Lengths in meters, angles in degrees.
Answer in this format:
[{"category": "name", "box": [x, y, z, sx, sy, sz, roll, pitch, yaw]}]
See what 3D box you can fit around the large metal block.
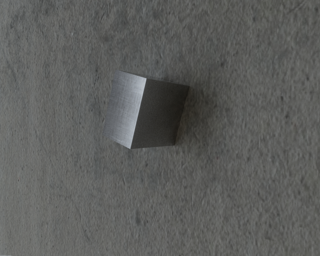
[{"category": "large metal block", "box": [-0.016, -0.022, 0.381, 0.050, 0.081, 0.079, 22, 104, 37]}]
